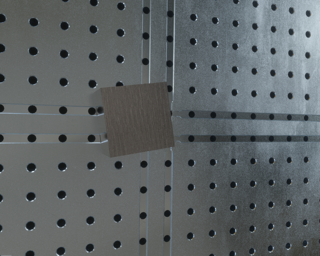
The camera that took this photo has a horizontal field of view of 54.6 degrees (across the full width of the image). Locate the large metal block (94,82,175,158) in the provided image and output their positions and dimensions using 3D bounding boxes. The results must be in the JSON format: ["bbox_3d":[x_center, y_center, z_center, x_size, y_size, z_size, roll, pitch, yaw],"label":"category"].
[{"bbox_3d":[-0.033,-0.011,0.387,0.081,0.050,0.080,-8,93,-20],"label":"large metal block"}]
